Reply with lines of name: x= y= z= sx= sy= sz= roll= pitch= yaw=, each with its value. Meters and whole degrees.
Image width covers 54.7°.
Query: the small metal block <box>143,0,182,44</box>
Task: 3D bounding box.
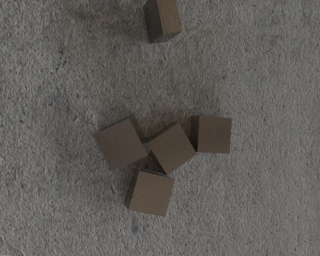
small metal block: x=0.002 y=-0.140 z=0.396 sx=0.025 sy=0.050 sz=0.050 roll=-13 pitch=95 yaw=-20

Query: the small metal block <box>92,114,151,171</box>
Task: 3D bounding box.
small metal block: x=-0.046 y=0.018 z=0.380 sx=0.050 sy=0.025 sz=0.050 roll=-24 pitch=100 yaw=12

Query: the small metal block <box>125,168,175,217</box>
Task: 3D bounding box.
small metal block: x=-0.014 y=0.084 z=0.404 sx=0.050 sy=0.025 sz=0.050 roll=17 pitch=85 yaw=-19

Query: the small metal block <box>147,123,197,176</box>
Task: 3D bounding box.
small metal block: x=0.013 y=0.027 z=0.414 sx=0.050 sy=0.025 sz=0.050 roll=-34 pitch=101 yaw=-17

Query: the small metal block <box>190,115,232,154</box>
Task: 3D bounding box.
small metal block: x=0.071 y=0.009 z=0.435 sx=0.050 sy=0.025 sz=0.050 roll=4 pitch=89 yaw=-20
